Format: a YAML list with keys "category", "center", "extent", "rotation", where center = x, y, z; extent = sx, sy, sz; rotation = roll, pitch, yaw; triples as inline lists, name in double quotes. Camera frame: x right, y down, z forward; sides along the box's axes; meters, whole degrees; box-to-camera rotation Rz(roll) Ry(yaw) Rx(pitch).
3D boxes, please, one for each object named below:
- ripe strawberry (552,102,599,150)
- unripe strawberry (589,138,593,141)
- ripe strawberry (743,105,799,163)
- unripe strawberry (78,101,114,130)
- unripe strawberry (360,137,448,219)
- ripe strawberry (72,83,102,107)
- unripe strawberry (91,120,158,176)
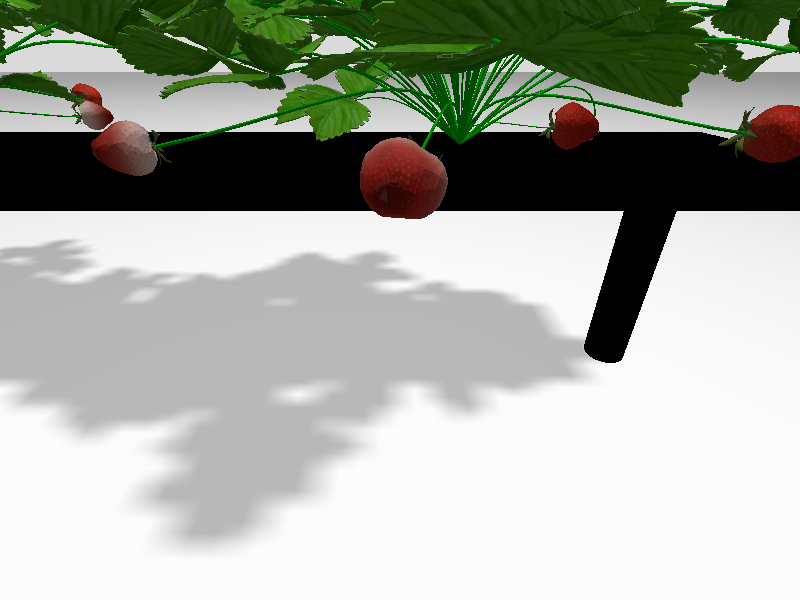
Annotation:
- category: "ripe strawberry"
  center: [0.136, -0.134, 0.309]
  extent: [0.034, 0.033, 0.032]
  rotation: [6, 32, 9]
- category: "unripe strawberry"
  center: [0.163, -0.143, 0.343]
  extent: [0.010, 0.012, 0.012]
  rotation: [-5, 31, -8]
- category: "ripe strawberry"
  center: [0.247, -0.107, 0.259]
  extent: [0.040, 0.035, 0.040]
  rotation: [11, 33, 17]
- category: "unripe strawberry"
  center: [-0.299, -0.182, 0.396]
  extent: [0.027, 0.026, 0.025]
  rotation: [-23, 38, -33]
- category: "unripe strawberry"
  center: [0.000, -0.049, 0.165]
  extent: [0.037, 0.032, 0.037]
  rotation: [8, 33, 13]
- category: "ripe strawberry"
  center: [-0.407, -0.264, 0.525]
  extent: [0.033, 0.035, 0.036]
  rotation: [-1, 31, -1]
- category: "unripe strawberry"
  center: [-0.163, -0.089, 0.237]
  extent: [0.032, 0.031, 0.030]
  rotation: [-14, 34, -21]
